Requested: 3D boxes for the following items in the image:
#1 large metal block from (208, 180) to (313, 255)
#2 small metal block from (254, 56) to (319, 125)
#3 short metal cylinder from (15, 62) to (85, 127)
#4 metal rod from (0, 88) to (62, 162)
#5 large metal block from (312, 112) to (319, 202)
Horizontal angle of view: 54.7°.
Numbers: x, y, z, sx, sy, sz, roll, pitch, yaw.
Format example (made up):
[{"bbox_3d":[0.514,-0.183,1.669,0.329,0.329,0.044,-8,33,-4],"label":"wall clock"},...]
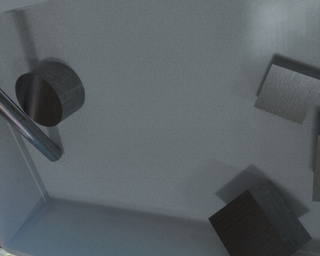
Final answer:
[{"bbox_3d":[0.120,0.124,0.384,0.080,0.050,0.080,-52,58,39],"label":"large metal block"},{"bbox_3d":[0.131,-0.038,0.316,0.050,0.025,0.050,23,127,13],"label":"small metal block"},{"bbox_3d":[-0.156,-0.048,0.442,0.080,0.050,0.079,13,124,20],"label":"short metal cylinder"},{"bbox_3d":[-0.212,-0.034,0.412,0.025,0.025,0.299,11,151,22],"label":"metal rod"},{"bbox_3d":[0.199,0.032,0.307,0.080,0.050,0.079,4,121,25],"label":"large metal block"}]
